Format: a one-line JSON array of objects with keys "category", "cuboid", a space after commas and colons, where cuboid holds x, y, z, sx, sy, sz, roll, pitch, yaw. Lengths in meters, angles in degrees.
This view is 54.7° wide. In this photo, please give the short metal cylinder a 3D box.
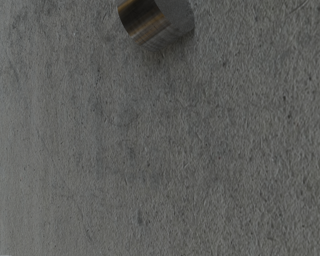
[{"category": "short metal cylinder", "cuboid": [-0.003, -0.139, 0.372, 0.050, 0.081, 0.080, -25, 75, 37]}]
